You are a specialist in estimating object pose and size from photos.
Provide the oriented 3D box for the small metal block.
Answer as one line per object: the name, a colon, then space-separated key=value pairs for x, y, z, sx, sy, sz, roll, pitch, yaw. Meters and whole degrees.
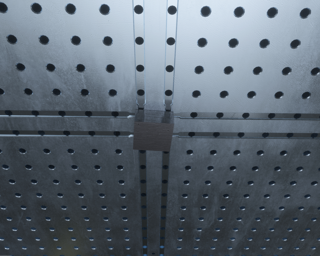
small metal block: x=-0.009 y=0.004 z=0.414 sx=0.050 sy=0.025 sz=0.050 roll=4 pitch=130 yaw=-4
